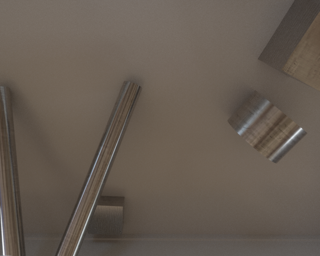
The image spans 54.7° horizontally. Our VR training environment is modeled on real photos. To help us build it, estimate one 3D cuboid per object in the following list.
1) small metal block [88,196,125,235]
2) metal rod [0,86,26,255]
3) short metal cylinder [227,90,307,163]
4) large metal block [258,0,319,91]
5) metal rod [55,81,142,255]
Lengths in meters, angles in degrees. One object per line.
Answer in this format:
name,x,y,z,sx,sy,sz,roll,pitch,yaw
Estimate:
small metal block,-0.079,0.129,0.458,0.050,0.025,0.050,3,110,-2
metal rod,-0.181,0.097,0.374,0.025,0.025,0.298,-9,83,3
short metal cylinder,0.131,-0.002,0.383,0.080,0.080,0.050,36,106,-13
large metal block,0.166,-0.096,0.349,0.050,0.080,0.080,26,108,-10
metal rod,-0.086,0.084,0.375,0.025,0.025,0.299,21,83,-8
